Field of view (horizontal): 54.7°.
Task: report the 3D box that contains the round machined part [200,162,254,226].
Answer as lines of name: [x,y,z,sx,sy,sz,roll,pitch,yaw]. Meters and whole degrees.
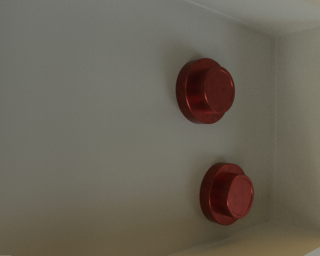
round machined part: [0.111,0.105,0.489,0.099,0.042,0.097,0,90,-40]

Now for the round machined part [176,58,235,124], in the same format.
round machined part: [0.073,-0.054,0.457,0.099,0.042,0.097,0,90,-40]
